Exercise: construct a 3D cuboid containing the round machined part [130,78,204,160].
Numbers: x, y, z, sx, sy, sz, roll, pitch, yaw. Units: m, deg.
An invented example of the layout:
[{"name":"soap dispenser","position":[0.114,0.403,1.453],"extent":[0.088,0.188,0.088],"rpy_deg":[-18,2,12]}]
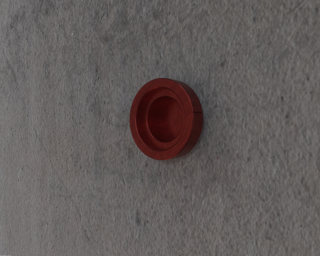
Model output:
[{"name":"round machined part","position":[0.012,-0.011,0.382],"extent":[0.098,0.042,0.097],"rpy_deg":[0,90,39]}]
